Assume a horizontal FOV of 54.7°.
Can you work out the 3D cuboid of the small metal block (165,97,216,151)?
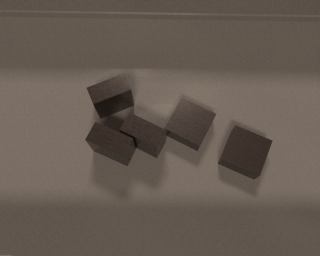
[{"bbox_3d":[0.040,-0.005,0.412,0.050,0.025,0.050,27,72,9],"label":"small metal block"}]

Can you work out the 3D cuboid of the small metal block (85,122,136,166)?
[{"bbox_3d":[-0.060,0.021,0.388,0.050,0.050,0.025,23,72,8],"label":"small metal block"}]

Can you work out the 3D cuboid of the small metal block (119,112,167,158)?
[{"bbox_3d":[-0.020,0.011,0.392,0.050,0.050,0.025,26,72,9],"label":"small metal block"}]

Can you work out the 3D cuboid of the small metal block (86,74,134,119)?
[{"bbox_3d":[-0.064,-0.041,0.411,0.050,0.050,0.025,-23,72,-8],"label":"small metal block"}]

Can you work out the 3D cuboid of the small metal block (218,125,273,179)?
[{"bbox_3d":[0.109,0.032,0.400,0.050,0.025,0.050,24,72,8],"label":"small metal block"}]
